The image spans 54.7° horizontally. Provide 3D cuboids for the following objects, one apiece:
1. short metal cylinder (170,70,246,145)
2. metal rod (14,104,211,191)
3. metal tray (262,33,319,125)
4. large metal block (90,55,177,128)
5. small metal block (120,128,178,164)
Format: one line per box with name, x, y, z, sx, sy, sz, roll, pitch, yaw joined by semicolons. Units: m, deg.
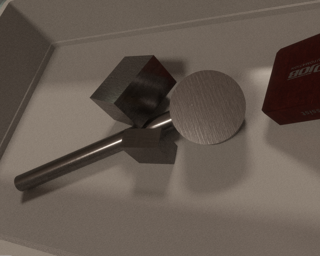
short metal cylinder;0.056;-0.021;0.352;0.080;0.050;0.080;-1;86;14
metal rod;-0.073;0.026;0.425;0.301;0.025;0.025;-23;54;14
metal tray;0.172;-0.056;0.308;0.130;0.030;0.090;-13;50;57
large metal block;-0.038;-0.052;0.422;0.080;0.050;0.080;-53;32;-13
small metal block;-0.013;0.023;0.381;0.050;0.050;0.025;-2;62;27
